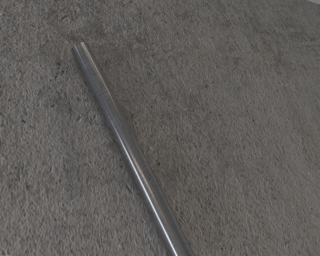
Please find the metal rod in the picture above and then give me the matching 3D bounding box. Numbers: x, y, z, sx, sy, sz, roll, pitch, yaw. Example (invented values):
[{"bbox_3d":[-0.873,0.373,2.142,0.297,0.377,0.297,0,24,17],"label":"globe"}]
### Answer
[{"bbox_3d":[-0.038,0.022,0.369,0.025,0.025,0.299,-17,71,-35],"label":"metal rod"}]
